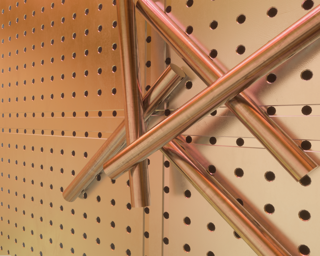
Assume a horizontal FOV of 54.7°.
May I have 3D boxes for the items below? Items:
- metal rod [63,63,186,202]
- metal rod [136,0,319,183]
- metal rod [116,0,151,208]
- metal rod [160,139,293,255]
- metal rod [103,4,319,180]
[{"bbox_3d":[-0.067,0.022,0.462,0.299,0.025,0.025,-47,63,29],"label":"metal rod"},{"bbox_3d":[0.059,-0.063,0.359,0.025,0.025,0.300,-52,60,27],"label":"metal rod"},{"bbox_3d":[-0.036,-0.050,0.404,0.025,0.025,0.298,-10,81,39],"label":"metal rod"},{"bbox_3d":[0.087,0.100,0.336,0.300,0.025,0.025,45,117,30],"label":"metal rod"},{"bbox_3d":[0.053,-0.030,0.326,0.299,0.025,0.025,-36,68,21],"label":"metal rod"}]
